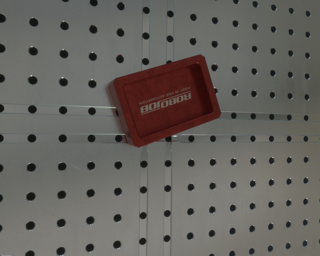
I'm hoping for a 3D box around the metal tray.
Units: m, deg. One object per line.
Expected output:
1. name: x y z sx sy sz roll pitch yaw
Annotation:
1. metal tray: 0.009 -0.037 0.412 0.131 0.030 0.090 -20 97 -19
